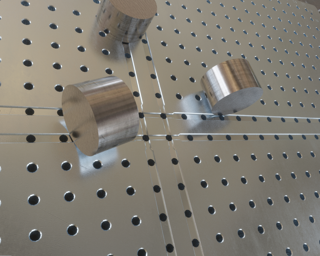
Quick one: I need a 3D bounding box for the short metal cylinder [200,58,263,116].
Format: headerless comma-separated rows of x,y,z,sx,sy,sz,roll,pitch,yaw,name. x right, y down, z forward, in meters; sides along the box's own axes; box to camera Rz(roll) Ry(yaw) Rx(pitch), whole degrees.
0.108,-0.060,0.470,0.081,0.080,0.050,-4,64,-31,short metal cylinder

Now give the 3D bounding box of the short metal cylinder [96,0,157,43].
-0.051,-0.179,0.475,0.081,0.050,0.080,14,56,-21,short metal cylinder

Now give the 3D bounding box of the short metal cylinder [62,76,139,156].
-0.068,-0.014,0.346,0.050,0.080,0.080,-21,73,-36,short metal cylinder
